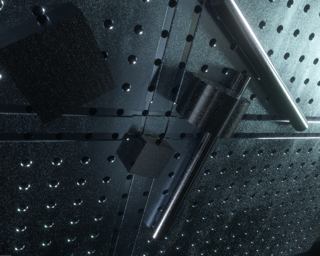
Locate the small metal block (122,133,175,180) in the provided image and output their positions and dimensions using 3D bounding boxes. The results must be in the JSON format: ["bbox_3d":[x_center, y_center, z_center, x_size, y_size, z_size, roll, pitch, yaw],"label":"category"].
[{"bbox_3d":[-0.016,0.040,0.429,0.050,0.025,0.050,20,108,-36],"label":"small metal block"}]

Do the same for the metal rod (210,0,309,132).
[{"bbox_3d":[0.159,-0.077,0.452,0.025,0.025,0.301,-47,130,5],"label":"metal rod"}]

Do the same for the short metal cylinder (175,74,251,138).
[{"bbox_3d":[0.067,-0.029,0.396,0.081,0.080,0.050,15,111,-35],"label":"short metal cylinder"}]

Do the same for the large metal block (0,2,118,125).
[{"bbox_3d":[-0.100,-0.064,0.302,0.080,0.050,0.080,-29,129,-10],"label":"large metal block"}]

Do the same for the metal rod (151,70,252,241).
[{"bbox_3d":[0.056,0.053,0.476,0.025,0.025,0.298,12,112,-34],"label":"metal rod"}]
